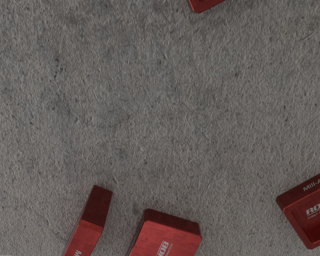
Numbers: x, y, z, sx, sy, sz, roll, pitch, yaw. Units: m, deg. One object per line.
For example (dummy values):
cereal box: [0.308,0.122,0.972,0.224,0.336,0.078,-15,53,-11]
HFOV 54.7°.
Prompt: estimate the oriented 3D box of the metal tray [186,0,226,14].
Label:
metal tray: [0.078,-0.195,0.335,0.130,0.030,0.090,-25,109,8]

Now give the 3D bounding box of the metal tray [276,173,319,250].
metal tray: [0.250,0.110,0.449,0.130,0.030,0.090,-33,107,11]

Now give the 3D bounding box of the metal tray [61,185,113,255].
metal tray: [-0.110,0.156,0.431,0.030,0.090,0.129,24,108,-9]

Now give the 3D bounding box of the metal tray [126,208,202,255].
metal tray: [-0.001,0.196,0.479,0.091,0.030,0.129,19,109,-7]
